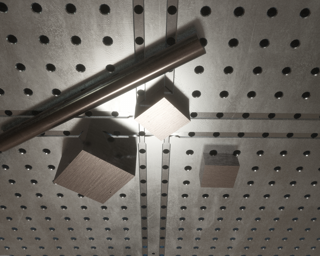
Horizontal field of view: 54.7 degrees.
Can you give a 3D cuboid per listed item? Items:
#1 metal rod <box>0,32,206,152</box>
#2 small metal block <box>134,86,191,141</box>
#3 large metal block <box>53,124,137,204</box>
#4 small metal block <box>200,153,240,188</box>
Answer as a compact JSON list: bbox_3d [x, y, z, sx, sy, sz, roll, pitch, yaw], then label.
[{"bbox_3d":[-0.087,-0.035,0.380,0.300,0.025,0.025,-23,127,18],"label":"metal rod"},{"bbox_3d":[0.003,-0.017,0.397,0.050,0.025,0.050,-35,123,25],"label":"small metal block"},{"bbox_3d":[-0.090,0.054,0.440,0.080,0.050,0.080,31,123,-24],"label":"large metal block"},{"bbox_3d":[0.088,0.065,0.468,0.050,0.025,0.050,2,130,-2],"label":"small metal block"}]
